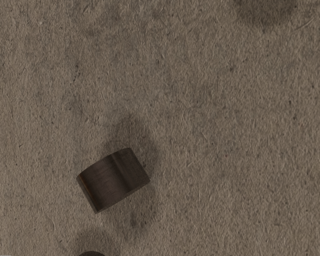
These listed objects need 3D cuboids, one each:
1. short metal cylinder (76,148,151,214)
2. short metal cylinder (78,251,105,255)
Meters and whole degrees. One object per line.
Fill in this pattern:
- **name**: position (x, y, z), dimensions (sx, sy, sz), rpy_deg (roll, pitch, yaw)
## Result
- **short metal cylinder**: position (-0.059, 0.068, 0.400), dimensions (0.080, 0.080, 0.050), rpy_deg (-35, 79, 16)
- **short metal cylinder**: position (-0.105, 0.221, 0.431), dimensions (0.080, 0.050, 0.079), rpy_deg (0, 90, 19)
